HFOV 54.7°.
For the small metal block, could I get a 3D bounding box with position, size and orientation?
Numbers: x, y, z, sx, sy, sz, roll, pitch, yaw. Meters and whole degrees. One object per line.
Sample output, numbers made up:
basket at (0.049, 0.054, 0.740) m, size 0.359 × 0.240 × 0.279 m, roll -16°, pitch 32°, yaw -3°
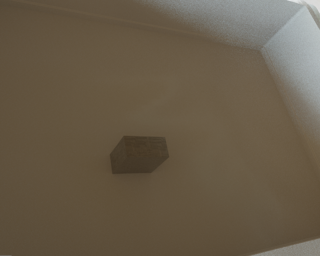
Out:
small metal block at (-0.025, 0.032, 0.358) m, size 0.050 × 0.050 × 0.025 m, roll 3°, pitch 61°, yaw -27°
